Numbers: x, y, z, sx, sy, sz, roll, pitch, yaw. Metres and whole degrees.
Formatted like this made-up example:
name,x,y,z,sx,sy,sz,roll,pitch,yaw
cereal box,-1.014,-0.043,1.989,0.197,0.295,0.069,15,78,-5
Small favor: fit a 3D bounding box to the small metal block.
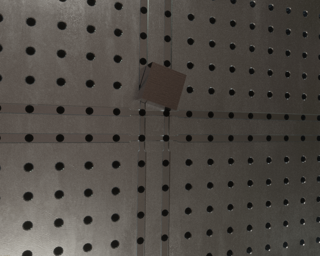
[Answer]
name,x,y,z,sx,sy,sz,roll,pitch,yaw
small metal block,0.002,-0.054,0.414,0.050,0.025,0.050,18,84,-20
